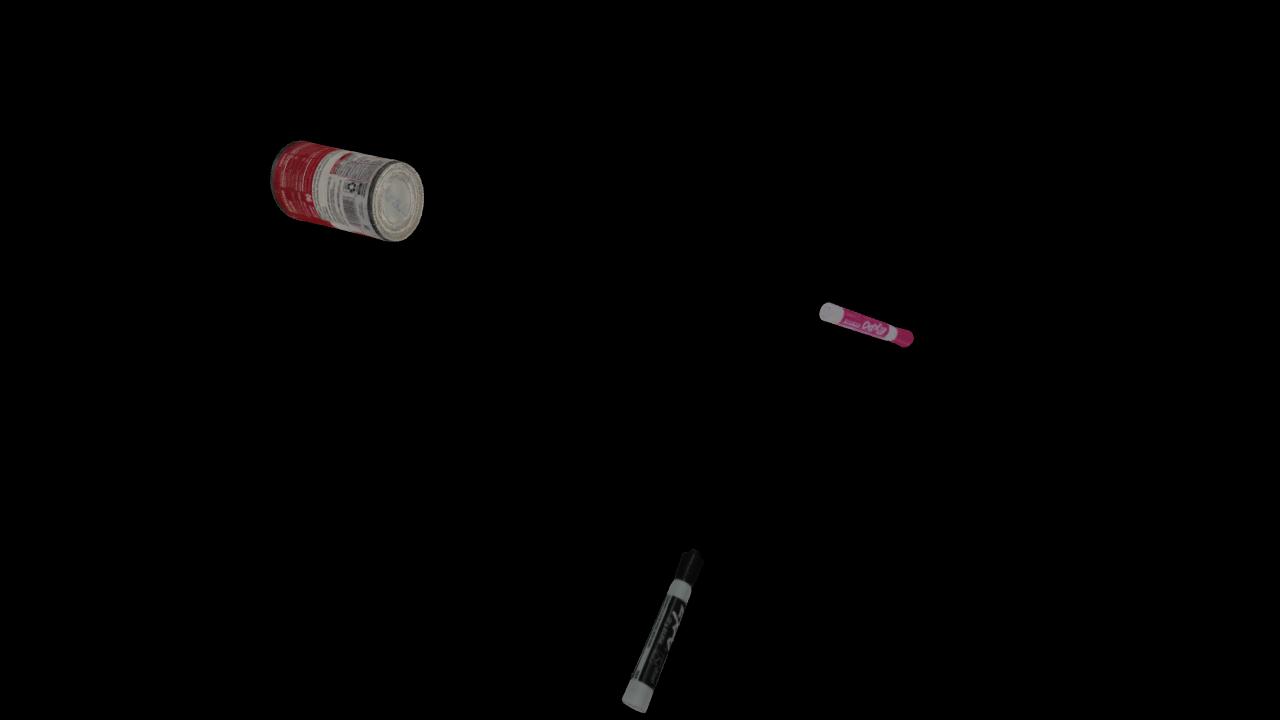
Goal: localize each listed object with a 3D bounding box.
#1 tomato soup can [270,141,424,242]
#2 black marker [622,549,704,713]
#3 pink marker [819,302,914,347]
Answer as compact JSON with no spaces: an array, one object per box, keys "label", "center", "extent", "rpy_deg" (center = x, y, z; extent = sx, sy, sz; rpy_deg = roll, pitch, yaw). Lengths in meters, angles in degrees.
[{"label":"tomato soup can","center":[-0.242,-0.142,0.515],"extent":[0.101,0.068,0.068],"rpy_deg":[15,4,15]},{"label":"black marker","center":[0.020,0.197,0.460],"extent":[0.020,0.121,0.020],"rpy_deg":[19,-36,15]},{"label":"pink marker","center":[0.235,-0.035,0.630],"extent":[0.121,0.020,0.020],"rpy_deg":[14,-6,-25]}]
